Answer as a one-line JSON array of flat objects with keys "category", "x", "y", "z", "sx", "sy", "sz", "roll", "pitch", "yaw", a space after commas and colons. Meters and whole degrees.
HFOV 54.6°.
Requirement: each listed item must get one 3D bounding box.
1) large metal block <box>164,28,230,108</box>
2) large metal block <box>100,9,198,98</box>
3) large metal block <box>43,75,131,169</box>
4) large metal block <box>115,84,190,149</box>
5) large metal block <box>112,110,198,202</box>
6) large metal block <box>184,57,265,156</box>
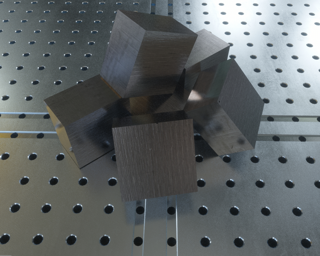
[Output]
[{"category": "large metal block", "x": 0.047, "y": -0.081, "z": 0.441, "sx": 0.080, "sy": 0.080, "sz": 0.050, "roll": -32, "pitch": 57, "yaw": -24}, {"category": "large metal block", "x": -0.014, "y": -0.085, "z": 0.362, "sx": 0.081, "sy": 0.079, "sz": 0.050, "roll": -12, "pitch": 46, "yaw": -43}, {"category": "large metal block", "x": -0.082, "y": -0.010, "z": 0.378, "sx": 0.080, "sy": 0.080, "sz": 0.050, "roll": -31, "pitch": 57, "yaw": -23}, {"category": "large metal block", "x": -0.007, "y": -0.024, "z": 0.413, "sx": 0.080, "sy": 0.050, "sz": 0.080, "roll": -32, "pitch": 57, "yaw": -24}, {"category": "large metal block", "x": -0.006, "y": 0.028, "z": 0.339, "sx": 0.080, "sy": 0.080, "sz": 0.050, "roll": -7, "pitch": 14, "yaw": -6}, {"category": "large metal block", "x": 0.082, "y": -0.025, "z": 0.384, "sx": 0.050, "sy": 0.080, "sz": 0.080, "roll": -17, "pitch": 36, "yaw": 42}]
